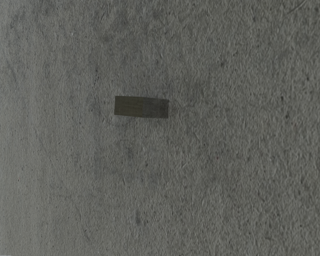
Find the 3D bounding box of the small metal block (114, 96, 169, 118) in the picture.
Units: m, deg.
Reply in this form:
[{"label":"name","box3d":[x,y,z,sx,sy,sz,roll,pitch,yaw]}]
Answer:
[{"label":"small metal block","box3d":[-0.024,-0.027,0.407,0.050,0.050,0.025,7,95,39]}]
